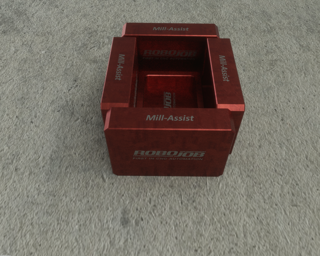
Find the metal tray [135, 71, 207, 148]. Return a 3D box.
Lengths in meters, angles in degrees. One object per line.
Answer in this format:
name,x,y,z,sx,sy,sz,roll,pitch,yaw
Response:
metal tray,0.014,-0.024,0.422,0.091,0.030,0.130,1,50,0

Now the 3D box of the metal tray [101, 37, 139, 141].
metal tray,-0.047,-0.044,0.398,0.030,0.089,0.130,1,50,0

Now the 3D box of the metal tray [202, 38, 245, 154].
metal tray,0.075,-0.042,0.398,0.030,0.089,0.130,1,50,0

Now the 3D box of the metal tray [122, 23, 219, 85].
metal tray,0.014,-0.105,0.450,0.131,0.089,0.030,1,50,0

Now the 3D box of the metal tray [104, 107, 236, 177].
metal tray,0.010,0.018,0.346,0.131,0.089,0.030,1,50,0
